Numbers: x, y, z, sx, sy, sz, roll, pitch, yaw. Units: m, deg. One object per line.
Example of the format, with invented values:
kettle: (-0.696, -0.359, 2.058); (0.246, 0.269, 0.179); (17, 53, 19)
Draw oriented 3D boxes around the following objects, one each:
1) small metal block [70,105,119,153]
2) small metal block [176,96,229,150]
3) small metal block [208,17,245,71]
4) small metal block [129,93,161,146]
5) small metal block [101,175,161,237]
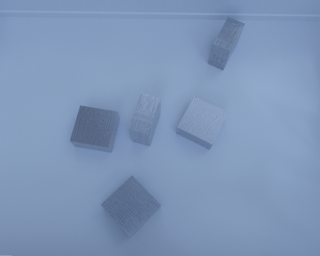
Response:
small metal block: (-0.084, 0.002, 0.408); (0.050, 0.025, 0.050); (9, 70, 3)
small metal block: (0.056, -0.007, 0.412); (0.050, 0.025, 0.050); (27, 72, 9)
small metal block: (0.093, -0.119, 0.440); (0.025, 0.050, 0.050); (26, 72, 9)
small metal block: (-0.018, -0.009, 0.400); (0.025, 0.050, 0.050); (15, 71, 5)
small metal block: (-0.034, 0.095, 0.375); (0.050, 0.025, 0.050); (-43, 76, -14)
